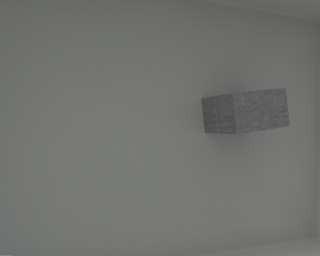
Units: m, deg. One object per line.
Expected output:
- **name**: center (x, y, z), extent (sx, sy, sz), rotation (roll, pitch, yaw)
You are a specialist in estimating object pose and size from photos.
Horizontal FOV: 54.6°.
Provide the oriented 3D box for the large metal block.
- **large metal block**: center (0.113, -0.022, 0.423), extent (0.081, 0.080, 0.050), rotation (-7, 93, -20)
